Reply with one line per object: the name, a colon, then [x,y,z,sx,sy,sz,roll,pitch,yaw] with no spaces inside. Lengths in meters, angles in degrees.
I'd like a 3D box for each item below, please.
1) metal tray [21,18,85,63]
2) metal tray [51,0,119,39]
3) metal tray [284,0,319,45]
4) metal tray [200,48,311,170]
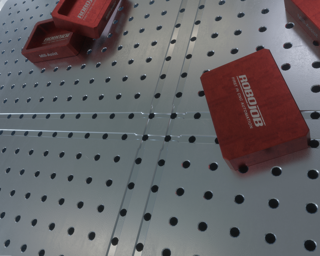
metal tray: [-0.211,-0.184,0.630,0.130,0.030,0.090,-2,61,27]
metal tray: [-0.136,-0.238,0.595,0.090,0.030,0.130,17,65,5]
metal tray: [0.224,-0.148,0.379,0.090,0.030,0.130,-26,52,11]
metal tray: [0.106,-0.025,0.365,0.090,0.030,0.130,-21,54,16]
